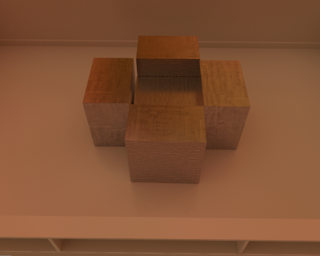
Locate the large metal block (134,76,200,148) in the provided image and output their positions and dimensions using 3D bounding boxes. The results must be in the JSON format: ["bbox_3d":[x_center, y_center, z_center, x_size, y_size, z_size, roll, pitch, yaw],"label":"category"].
[{"bbox_3d":[0.009,-0.022,0.404,0.080,0.050,0.080,1,50,0],"label":"large metal block"}]

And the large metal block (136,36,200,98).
[{"bbox_3d":[0.011,-0.081,0.435,0.080,0.080,0.050,1,50,0],"label":"large metal block"}]

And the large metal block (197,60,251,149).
[{"bbox_3d":[0.074,-0.029,0.393,0.050,0.080,0.080,1,50,1],"label":"large metal block"}]

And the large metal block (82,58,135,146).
[{"bbox_3d":[-0.059,-0.032,0.395,0.050,0.080,0.080,1,50,1],"label":"large metal block"}]

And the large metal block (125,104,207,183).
[{"bbox_3d":[0.006,0.020,0.351,0.080,0.080,0.050,1,50,1],"label":"large metal block"}]
